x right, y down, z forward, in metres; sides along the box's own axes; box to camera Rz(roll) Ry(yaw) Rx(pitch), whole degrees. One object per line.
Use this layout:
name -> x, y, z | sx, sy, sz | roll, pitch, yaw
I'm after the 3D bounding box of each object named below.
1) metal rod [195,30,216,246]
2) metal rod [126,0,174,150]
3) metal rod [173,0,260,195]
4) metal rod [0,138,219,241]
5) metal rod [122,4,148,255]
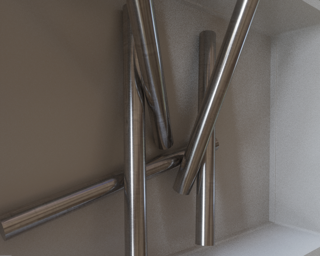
metal rod -> 0.065, 0.004, 0.432 | 0.025, 0.025, 0.299 | 14, 72, -39
metal rod -> -0.013, -0.088, 0.313 | 0.025, 0.025, 0.298 | -44, 142, -31
metal rod -> 0.072, -0.054, 0.379 | 0.025, 0.025, 0.298 | 5, 109, -40
metal rod -> -0.033, 0.058, 0.378 | 0.302, 0.025, 0.025 | -17, 101, -39
metal rod -> -0.029, 0.001, 0.357 | 0.025, 0.025, 0.298 | 5, 79, -40
